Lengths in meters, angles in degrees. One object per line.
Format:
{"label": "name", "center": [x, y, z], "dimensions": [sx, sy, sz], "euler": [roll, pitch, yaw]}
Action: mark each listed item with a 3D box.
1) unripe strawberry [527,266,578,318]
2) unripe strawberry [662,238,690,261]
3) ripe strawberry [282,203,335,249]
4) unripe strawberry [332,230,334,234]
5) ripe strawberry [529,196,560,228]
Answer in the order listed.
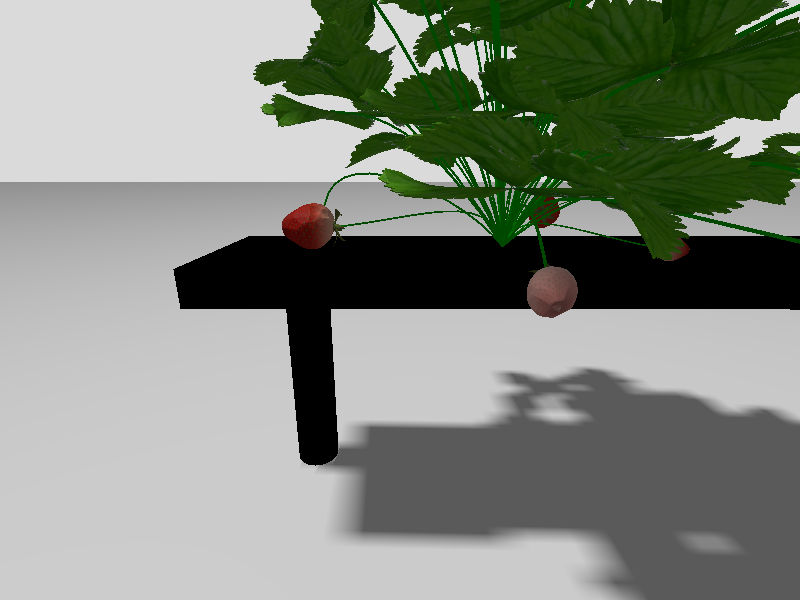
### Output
{"label": "unripe strawberry", "center": [0.070, -0.002, 0.182], "dimensions": [0.022, 0.024, 0.024], "euler": [2, 32, 6]}
{"label": "unripe strawberry", "center": [0.199, -0.037, 0.291], "dimensions": [0.019, 0.019, 0.021], "euler": [11, 21, 28]}
{"label": "ripe strawberry", "center": [-0.077, -0.062, 0.335], "dimensions": [0.043, 0.037, 0.043], "euler": [-2, 18, -4]}
{"label": "unripe strawberry", "center": [-0.073, -0.070, 0.397], "dimensions": [0.016, 0.016, 0.015], "euler": [5, 19, 16]}
{"label": "ripe strawberry", "center": [0.167, -0.102, 0.461], "dimensions": [0.033, 0.038, 0.036], "euler": [11, 20, 31]}
